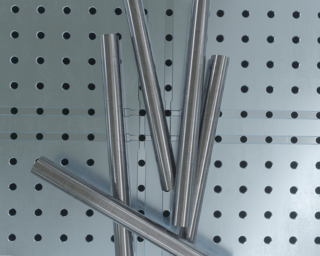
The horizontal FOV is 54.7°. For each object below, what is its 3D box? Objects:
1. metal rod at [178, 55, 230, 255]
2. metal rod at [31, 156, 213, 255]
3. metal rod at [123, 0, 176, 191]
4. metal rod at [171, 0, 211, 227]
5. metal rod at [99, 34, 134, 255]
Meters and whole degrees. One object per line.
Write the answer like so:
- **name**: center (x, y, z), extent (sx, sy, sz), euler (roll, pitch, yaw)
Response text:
- **metal rod**: center (0.053, 0.052, 0.414), extent (0.025, 0.025, 0.298), euler (11, 90, -1)
- **metal rod**: center (-0.023, 0.122, 0.387), extent (0.301, 0.025, 0.025), euler (31, 90, -1)
- **metal rod**: center (-0.015, -0.066, 0.413), extent (0.025, 0.025, 0.298), euler (-11, 90, 0)
- **metal rod**: center (0.041, -0.026, 0.402), extent (0.025, 0.025, 0.298), euler (6, 85, -1)
- **metal rod**: center (-0.057, 0.027, 0.412), extent (0.025, 0.025, 0.298), euler (-4, 90, -1)
